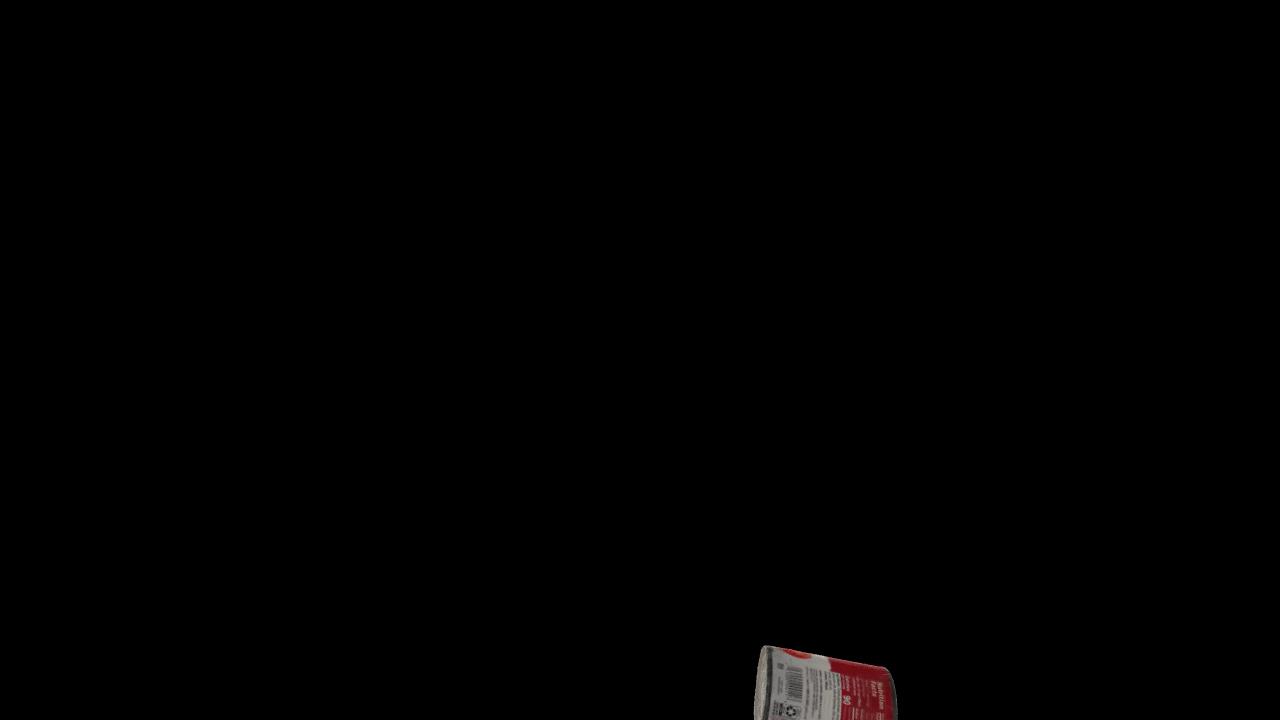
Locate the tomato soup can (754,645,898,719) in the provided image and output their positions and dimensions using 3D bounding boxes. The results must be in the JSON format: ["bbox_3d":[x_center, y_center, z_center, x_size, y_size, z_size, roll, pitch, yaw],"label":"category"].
[{"bbox_3d":[0.148,0.279,0.503,0.101,0.068,0.068,8,1,6],"label":"tomato soup can"}]
